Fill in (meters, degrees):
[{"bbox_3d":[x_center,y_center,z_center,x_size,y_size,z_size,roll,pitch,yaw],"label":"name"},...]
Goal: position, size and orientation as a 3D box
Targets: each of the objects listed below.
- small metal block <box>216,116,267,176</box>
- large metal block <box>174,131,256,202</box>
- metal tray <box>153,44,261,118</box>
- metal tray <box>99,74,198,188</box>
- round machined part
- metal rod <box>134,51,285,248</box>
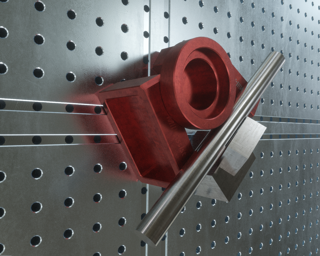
[{"bbox_3d":[0.096,0.023,0.369,0.025,0.050,0.050,33,61,13],"label":"small metal block"},{"bbox_3d":[0.072,0.049,0.432,0.080,0.080,0.050,-49,120,-29],"label":"large metal block"},{"bbox_3d":[0.065,-0.061,0.422,0.130,0.090,0.030,38,68,-34],"label":"metal tray"},{"bbox_3d":[-0.011,0.008,0.359,0.030,0.090,0.129,-36,113,-34],"label":"metal tray"},{"bbox_3d":[0.037,-0.047,0.341,0.099,0.042,0.097,0,90,-40],"label":"round machined part"},{"bbox_3d":[0.074,0.003,0.355,0.301,0.025,0.025,-48,119,-29],"label":"metal rod"}]
